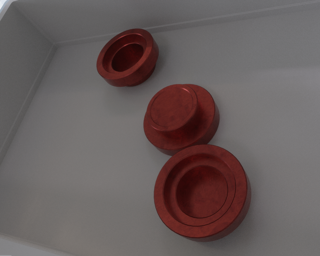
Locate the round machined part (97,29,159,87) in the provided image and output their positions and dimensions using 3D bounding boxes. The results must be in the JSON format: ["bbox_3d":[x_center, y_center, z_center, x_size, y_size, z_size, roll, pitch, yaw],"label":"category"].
[{"bbox_3d":[-0.046,-0.104,0.483,0.098,0.042,0.098,-13,56,21],"label":"round machined part"}]

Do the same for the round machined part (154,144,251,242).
[{"bbox_3d":[0.047,0.070,0.328,0.098,0.042,0.098,-13,56,21],"label":"round machined part"}]

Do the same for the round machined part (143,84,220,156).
[{"bbox_3d":[0.022,-0.017,0.394,0.098,0.042,0.098,-13,56,21],"label":"round machined part"}]
